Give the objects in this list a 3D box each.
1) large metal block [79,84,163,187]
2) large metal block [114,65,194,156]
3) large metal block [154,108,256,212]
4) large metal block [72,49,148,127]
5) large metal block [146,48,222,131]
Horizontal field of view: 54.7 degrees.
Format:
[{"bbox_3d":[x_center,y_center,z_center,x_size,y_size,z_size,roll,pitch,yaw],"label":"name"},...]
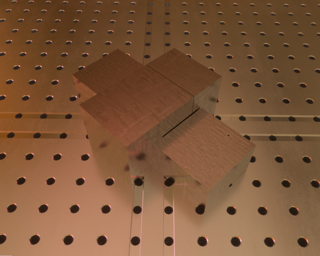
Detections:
[{"bbox_3d":[-0.043,0.009,0.365,0.050,0.080,0.080,-37,60,-27],"label":"large metal block"},{"bbox_3d":[-0.008,-0.019,0.388,0.050,0.080,0.080,-37,60,-27],"label":"large metal block"},{"bbox_3d":[0.050,0.034,0.363,0.080,0.050,0.080,-37,60,-26],"label":"large metal block"},{"bbox_3d":[-0.061,-0.056,0.435,0.080,0.050,0.080,37,60,26],"label":"large metal block"},{"bbox_3d":[0.029,-0.045,0.411,0.050,0.080,0.080,-37,60,-27],"label":"large metal block"}]
